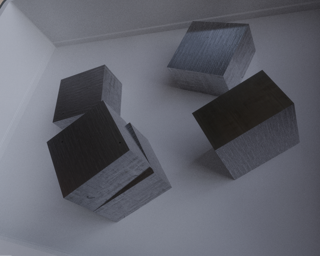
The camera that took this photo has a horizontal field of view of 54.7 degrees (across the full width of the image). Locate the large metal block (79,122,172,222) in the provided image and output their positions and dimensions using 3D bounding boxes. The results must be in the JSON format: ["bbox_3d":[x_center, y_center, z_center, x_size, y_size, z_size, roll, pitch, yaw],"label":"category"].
[{"bbox_3d":[-0.044,0.054,0.378,0.080,0.050,0.080,-34,52,6],"label":"large metal block"}]

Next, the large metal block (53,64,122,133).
[{"bbox_3d":[-0.107,-0.039,0.468,0.080,0.050,0.080,-14,56,20],"label":"large metal block"}]

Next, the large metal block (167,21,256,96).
[{"bbox_3d":[0.069,-0.091,0.409,0.080,0.050,0.080,16,70,34],"label":"large metal block"}]

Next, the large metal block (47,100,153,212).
[{"bbox_3d":[-0.068,0.030,0.341,0.080,0.050,0.080,-36,51,4],"label":"large metal block"}]

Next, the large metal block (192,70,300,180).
[{"bbox_3d":[0.091,0.001,0.322,0.080,0.080,0.050,-32,52,7],"label":"large metal block"}]
